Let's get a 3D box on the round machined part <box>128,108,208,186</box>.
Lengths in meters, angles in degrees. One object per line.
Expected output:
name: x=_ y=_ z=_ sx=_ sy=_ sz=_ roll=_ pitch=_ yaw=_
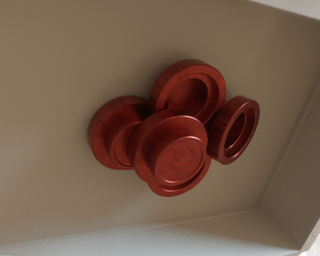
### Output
round machined part: x=0.015 y=0.029 z=0.367 sx=0.099 sy=0.042 sz=0.097 roll=-14 pitch=125 yaw=-21

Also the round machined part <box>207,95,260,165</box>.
round machined part: x=0.095 y=-0.001 z=0.435 sx=0.099 sy=0.042 sz=0.097 roll=-30 pitch=135 yaw=-35

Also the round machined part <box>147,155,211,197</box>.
round machined part: x=0.020 y=0.046 z=0.436 sx=0.099 sy=0.042 sz=0.097 roll=-14 pitch=125 yaw=-21

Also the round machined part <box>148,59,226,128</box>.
round machined part: x=0.030 y=-0.040 z=0.389 sx=0.099 sy=0.042 sz=0.097 roll=-14 pitch=125 yaw=-21

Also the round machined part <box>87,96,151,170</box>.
round machined part: x=-0.036 y=0.013 z=0.383 sx=0.099 sy=0.042 sz=0.097 roll=-14 pitch=125 yaw=-21
